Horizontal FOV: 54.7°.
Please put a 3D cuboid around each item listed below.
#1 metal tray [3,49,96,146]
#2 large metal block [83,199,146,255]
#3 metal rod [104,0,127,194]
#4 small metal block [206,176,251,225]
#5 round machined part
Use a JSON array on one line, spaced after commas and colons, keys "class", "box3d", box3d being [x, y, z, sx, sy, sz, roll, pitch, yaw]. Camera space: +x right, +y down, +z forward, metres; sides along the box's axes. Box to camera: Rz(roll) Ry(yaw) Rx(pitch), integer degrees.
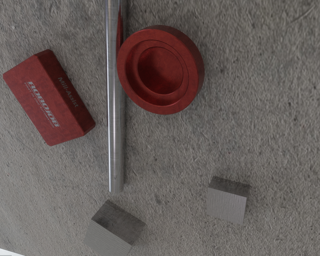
[{"class": "metal tray", "box3d": [-0.166, -0.041, 0.466, 0.090, 0.030, 0.130, -16, 110, 34]}, {"class": "large metal block", "box3d": [-0.082, 0.187, 0.550, 0.080, 0.050, 0.079, 30, 128, 8]}, {"class": "metal rod", "box3d": [-0.060, -0.026, 0.422, 0.025, 0.025, 0.298, 18, 126, 18]}, {"class": "small metal block", "box3d": [0.092, 0.098, 0.419, 0.050, 0.025, 0.050, 12, 123, 22]}, {"class": "round machined part", "box3d": [0.004, -0.067, 0.352, 0.098, 0.042, 0.097, 13, 124, 21]}]
